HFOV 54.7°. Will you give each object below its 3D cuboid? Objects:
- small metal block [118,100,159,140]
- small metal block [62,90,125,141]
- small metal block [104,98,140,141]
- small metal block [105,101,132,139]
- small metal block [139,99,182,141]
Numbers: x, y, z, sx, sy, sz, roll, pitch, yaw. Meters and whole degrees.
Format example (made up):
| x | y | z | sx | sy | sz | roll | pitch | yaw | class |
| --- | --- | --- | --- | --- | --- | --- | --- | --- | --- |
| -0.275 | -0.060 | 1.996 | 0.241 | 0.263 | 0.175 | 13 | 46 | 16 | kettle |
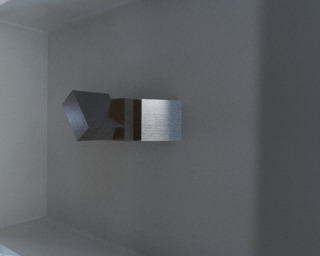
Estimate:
| x | y | z | sx | sy | sz | roll | pitch | yaw | class |
| --- | --- | --- | --- | --- | --- | --- | --- | --- | --- |
| -0.028 | -0.010 | 0.411 | 0.025 | 0.050 | 0.050 | 1 | 91 | 40 | small metal block |
| -0.075 | -0.014 | 0.352 | 0.025 | 0.050 | 0.050 | -43 | 64 | 32 | small metal block |
| -0.052 | -0.010 | 0.381 | 0.050 | 0.025 | 0.050 | 1 | 90 | 40 | small metal block |
| -0.057 | -0.011 | 0.432 | 0.025 | 0.050 | 0.050 | 1 | 91 | 7 | small metal block |
| -0.001 | -0.009 | 0.386 | 0.025 | 0.050 | 0.050 | -178 | 88 | -74 | small metal block |
